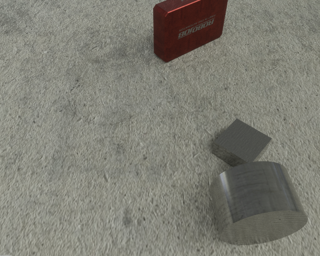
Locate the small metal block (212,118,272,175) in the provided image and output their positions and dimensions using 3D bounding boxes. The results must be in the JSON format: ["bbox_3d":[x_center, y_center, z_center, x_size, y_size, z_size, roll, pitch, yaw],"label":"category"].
[{"bbox_3d":[0.101,0.022,0.385,0.050,0.025,0.050,34,58,25],"label":"small metal block"}]

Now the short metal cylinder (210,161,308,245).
[{"bbox_3d":[0.094,0.076,0.304,0.081,0.080,0.050,-5,50,-4],"label":"short metal cylinder"}]

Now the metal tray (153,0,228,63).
[{"bbox_3d":[0.050,-0.172,0.505,0.131,0.089,0.030,-30,57,-23],"label":"metal tray"}]
